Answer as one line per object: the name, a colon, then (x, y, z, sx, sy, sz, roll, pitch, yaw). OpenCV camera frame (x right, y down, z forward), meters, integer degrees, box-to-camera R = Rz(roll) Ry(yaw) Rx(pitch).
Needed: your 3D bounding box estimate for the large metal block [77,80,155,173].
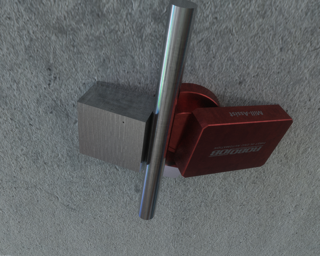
large metal block: (-0.050, -0.002, 0.376, 0.080, 0.050, 0.079, 17, 130, 9)

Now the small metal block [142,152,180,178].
small metal block: (0.006, 0.049, 0.437, 0.050, 0.025, 0.050, 12, 155, -10)

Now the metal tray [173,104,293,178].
metal tray: (0.091, 0.016, 0.391, 0.131, 0.030, 0.089, -4, 134, -24)

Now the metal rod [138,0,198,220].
metal rod: (0.000, 0.008, 0.360, 0.025, 0.025, 0.298, 6, 128, -5)

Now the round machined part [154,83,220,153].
round machined part: (0.031, -0.005, 0.393, 0.099, 0.042, 0.097, 0, 130, 0)
